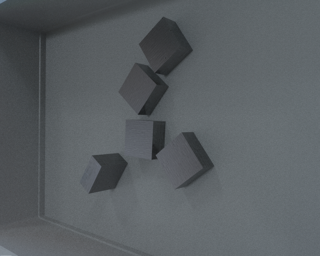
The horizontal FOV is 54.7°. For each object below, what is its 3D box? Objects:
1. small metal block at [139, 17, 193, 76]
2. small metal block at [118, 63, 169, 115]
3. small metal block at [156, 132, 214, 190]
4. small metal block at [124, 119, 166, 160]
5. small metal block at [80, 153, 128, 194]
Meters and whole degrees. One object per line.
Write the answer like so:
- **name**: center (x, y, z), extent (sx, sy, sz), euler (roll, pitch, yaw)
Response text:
- **small metal block**: center (0.007, -0.105, 0.400), extent (0.050, 0.025, 0.050), euler (-41, 66, 32)
- **small metal block**: center (-0.023, -0.053, 0.424), extent (0.050, 0.025, 0.050), euler (49, 119, 28)
- **small metal block**: center (0.030, 0.040, 0.381), extent (0.050, 0.025, 0.050), euler (-44, 64, 31)
- **small metal block**: center (-0.021, 0.014, 0.422), extent (0.050, 0.025, 0.050), euler (5, 93, 39)
- **small metal block**: center (-0.083, 0.066, 0.456), extent (0.025, 0.050, 0.050), euler (42, 115, 32)
